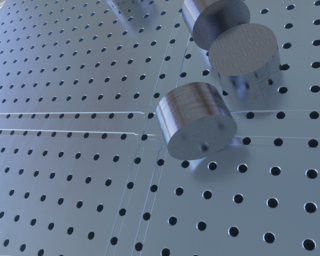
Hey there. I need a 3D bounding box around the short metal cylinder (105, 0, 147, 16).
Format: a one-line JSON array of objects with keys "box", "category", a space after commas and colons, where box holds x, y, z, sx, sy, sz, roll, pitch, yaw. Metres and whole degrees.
[{"box": [-0.069, -0.261, 0.588, 0.080, 0.050, 0.080, -13, 56, 21], "category": "short metal cylinder"}]

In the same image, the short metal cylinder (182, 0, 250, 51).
[{"box": [0.076, -0.154, 0.428, 0.080, 0.080, 0.050, -26, 53, 12], "category": "short metal cylinder"}]

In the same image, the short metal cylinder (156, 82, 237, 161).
[{"box": [0.040, -0.006, 0.356, 0.080, 0.080, 0.050, -28, 52, 11], "category": "short metal cylinder"}]

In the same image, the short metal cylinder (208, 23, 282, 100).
[{"box": [0.107, -0.083, 0.387, 0.080, 0.050, 0.080, -13, 56, 21], "category": "short metal cylinder"}]
